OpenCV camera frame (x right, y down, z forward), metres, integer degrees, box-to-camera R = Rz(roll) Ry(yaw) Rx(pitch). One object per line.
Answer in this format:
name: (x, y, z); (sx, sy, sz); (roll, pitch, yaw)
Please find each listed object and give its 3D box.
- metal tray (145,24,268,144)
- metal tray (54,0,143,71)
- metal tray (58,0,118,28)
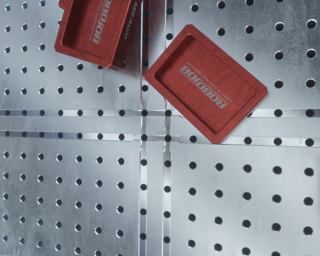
metal tray: (0.056, -0.054, 0.389); (0.130, 0.030, 0.090); (45, 103, 14)
metal tray: (-0.077, -0.149, 0.403); (0.090, 0.030, 0.129); (20, 97, 18)
metal tray: (-0.075, -0.208, 0.435); (0.090, 0.030, 0.129); (34, 100, 16)
